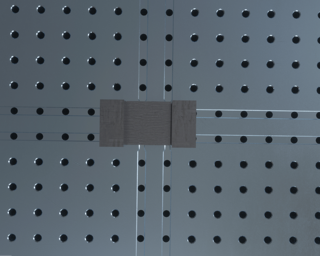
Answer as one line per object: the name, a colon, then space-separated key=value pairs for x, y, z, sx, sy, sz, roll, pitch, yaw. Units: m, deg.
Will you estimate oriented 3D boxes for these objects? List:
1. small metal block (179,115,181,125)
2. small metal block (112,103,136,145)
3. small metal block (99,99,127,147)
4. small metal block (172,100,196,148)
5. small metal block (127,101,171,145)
small metal block: x=0.020 y=-0.004 z=0.401 sx=0.025 sy=0.050 sz=0.050 roll=-1 pitch=90 yaw=0
small metal block: x=-0.045 y=-0.005 z=0.400 sx=0.025 sy=0.050 sz=0.050 roll=1 pitch=90 yaw=0
small metal block: x=-0.051 y=-0.005 z=0.349 sx=0.025 sy=0.050 sz=0.050 roll=1 pitch=90 yaw=0
small metal block: x=0.025 y=-0.004 z=0.350 sx=0.025 sy=0.050 sz=0.050 roll=1 pitch=90 yaw=0
small metal block: x=-0.013 y=-0.006 z=0.364 sx=0.050 sy=0.025 sz=0.050 roll=1 pitch=90 yaw=-1
